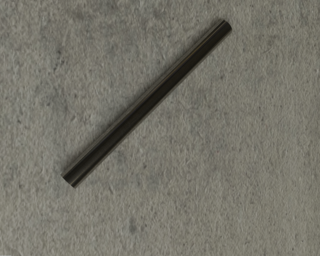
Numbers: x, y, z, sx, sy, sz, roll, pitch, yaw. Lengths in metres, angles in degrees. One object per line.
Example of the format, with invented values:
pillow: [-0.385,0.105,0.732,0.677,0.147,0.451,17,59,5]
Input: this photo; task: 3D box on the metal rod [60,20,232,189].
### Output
metal rod: [-0.008,-0.040,0.406,0.301,0.025,0.025,-46,105,-15]
